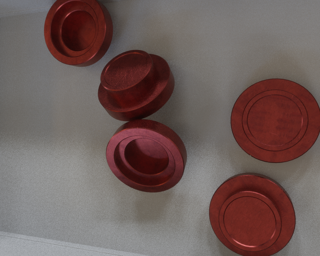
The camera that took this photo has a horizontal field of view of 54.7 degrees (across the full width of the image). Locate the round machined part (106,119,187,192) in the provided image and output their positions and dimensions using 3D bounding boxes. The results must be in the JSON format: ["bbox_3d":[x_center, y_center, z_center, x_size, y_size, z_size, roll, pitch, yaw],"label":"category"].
[{"bbox_3d":[-0.014,0.031,0.392,0.098,0.042,0.097,7,122,11],"label":"round machined part"}]

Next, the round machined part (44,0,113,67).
[{"bbox_3d":[-0.110,-0.135,0.438,0.098,0.042,0.097,1,94,19],"label":"round machined part"}]

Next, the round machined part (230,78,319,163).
[{"bbox_3d":[0.131,-0.008,0.355,0.098,0.042,0.097,0,90,20],"label":"round machined part"}]

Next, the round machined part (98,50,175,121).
[{"bbox_3d":[-0.035,-0.060,0.389,0.098,0.042,0.098,-12,51,16],"label":"round machined part"}]

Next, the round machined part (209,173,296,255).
[{"bbox_3d":[0.106,0.104,0.364,0.098,0.042,0.097,0,90,20],"label":"round machined part"}]
